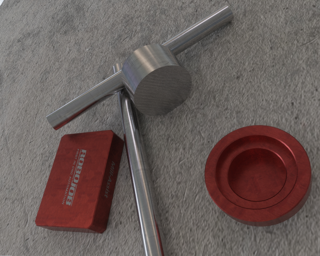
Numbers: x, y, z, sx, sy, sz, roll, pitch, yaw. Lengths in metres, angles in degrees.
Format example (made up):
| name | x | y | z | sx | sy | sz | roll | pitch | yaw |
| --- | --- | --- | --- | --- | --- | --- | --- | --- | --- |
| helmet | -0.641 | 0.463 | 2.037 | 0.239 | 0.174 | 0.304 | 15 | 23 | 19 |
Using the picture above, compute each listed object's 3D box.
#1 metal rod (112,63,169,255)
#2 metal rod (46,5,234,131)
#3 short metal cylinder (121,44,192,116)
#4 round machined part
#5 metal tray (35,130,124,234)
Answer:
| name | x | y | z | sx | sy | sz | roll | pitch | yaw |
| --- | --- | --- | --- | --- | --- | --- | --- | --- | --- |
| metal rod | -0.033 | 0.023 | 0.406 | 0.025 | 0.025 | 0.299 | -24 | 53 | 13 |
| metal rod | -0.026 | -0.088 | 0.445 | 0.301 | 0.025 | 0.025 | -33 | 51 | -4 |
| short metal cylinder | -0.005 | -0.063 | 0.410 | 0.080 | 0.080 | 0.050 | -35 | 51 | 5 |
| round machined part | 0.098 | 0.049 | 0.311 | 0.098 | 0.042 | 0.098 | -13 | 56 | 21 |
| metal tray | -0.104 | 0.069 | 0.413 | 0.090 | 0.030 | 0.130 | -6 | 59 | 25 |
